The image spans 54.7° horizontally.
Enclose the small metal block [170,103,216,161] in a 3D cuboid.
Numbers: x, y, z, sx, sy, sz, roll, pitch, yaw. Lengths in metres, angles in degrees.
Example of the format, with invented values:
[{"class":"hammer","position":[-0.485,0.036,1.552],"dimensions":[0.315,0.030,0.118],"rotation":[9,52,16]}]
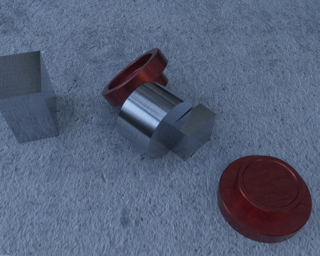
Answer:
[{"class":"small metal block","position":[0.040,0.006,0.383],"dimensions":[0.025,0.050,0.050],"rotation":[38,59,26]}]

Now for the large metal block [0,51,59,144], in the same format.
[{"class":"large metal block","position":[-0.168,-0.040,0.399],"dimensions":[0.050,0.080,0.080],"rotation":[-12,51,-10]}]

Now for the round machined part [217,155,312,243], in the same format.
[{"class":"round machined part","position":[0.114,0.069,0.336],"dimensions":[0.099,0.042,0.098],"rotation":[0,50,0]}]

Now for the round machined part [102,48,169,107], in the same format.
[{"class":"round machined part","position":[-0.028,-0.061,0.421],"dimensions":[0.098,0.042,0.098],"rotation":[-34,22,16]}]

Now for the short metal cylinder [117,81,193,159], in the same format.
[{"class":"short metal cylinder","position":[-0.005,-0.009,0.375],"dimensions":[0.050,0.080,0.080],"rotation":[35,58,24]}]
